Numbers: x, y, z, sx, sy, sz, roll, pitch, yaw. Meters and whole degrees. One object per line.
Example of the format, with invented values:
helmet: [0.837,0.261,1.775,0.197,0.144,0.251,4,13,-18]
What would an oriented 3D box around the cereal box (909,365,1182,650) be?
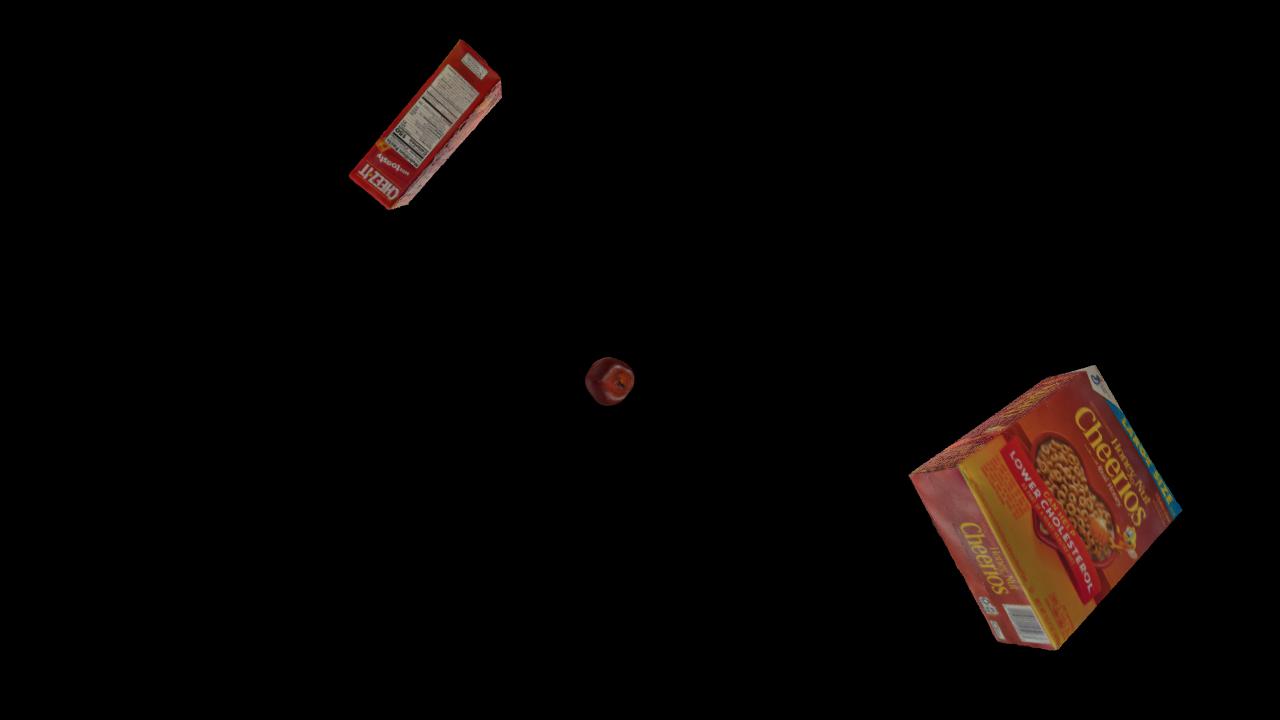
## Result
cereal box: [0.473,0.153,0.707,0.306,0.203,0.081,-22,-7,-27]

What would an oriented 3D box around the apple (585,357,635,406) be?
apple: [-0.050,0.035,1.002,0.079,0.079,0.093,0,6,-31]

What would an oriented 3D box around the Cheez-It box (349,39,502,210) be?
Cheez-It box: [-0.283,-0.310,0.835,0.071,0.223,0.166,41,4,-19]
